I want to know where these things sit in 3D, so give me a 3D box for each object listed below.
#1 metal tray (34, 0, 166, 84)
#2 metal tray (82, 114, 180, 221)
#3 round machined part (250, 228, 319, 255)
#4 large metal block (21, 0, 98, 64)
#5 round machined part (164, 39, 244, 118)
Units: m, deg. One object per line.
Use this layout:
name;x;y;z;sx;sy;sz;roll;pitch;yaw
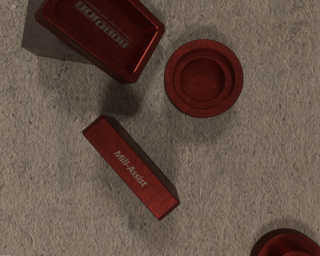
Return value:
metal tray;-0.064;-0.123;0.364;0.130;0.030;0.090;36;75;-33
metal tray;-0.031;0.043;0.377;0.030;0.090;0.130;-41;91;0
round machined part;0.171;0.186;0.404;0.099;0.042;0.097;0;90;-1
large metal block;-0.120;-0.131;0.396;0.081;0.050;0.080;9;90;-1
round machined part;0.054;-0.061;0.402;0.099;0.042;0.097;0;90;-1
